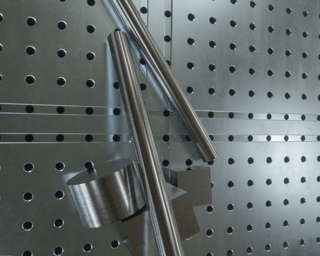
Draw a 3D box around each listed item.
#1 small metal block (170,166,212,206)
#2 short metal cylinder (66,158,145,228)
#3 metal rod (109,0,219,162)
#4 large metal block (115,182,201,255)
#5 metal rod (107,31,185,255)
[{"bbox_3d":[0.043,0.081,0.430,0.050,0.025,0.050,-3,91,-20],"label":"small metal block"},{"bbox_3d":[-0.061,0.073,0.362,0.081,0.080,0.050,-20,97,-19],"label":"short metal cylinder"},{"bbox_3d":[-0.003,-0.084,0.412,0.025,0.025,0.299,-34,102,-17],"label":"metal rod"},{"bbox_3d":[-0.010,0.110,0.381,0.081,0.080,0.050,-21,97,-19],"label":"large metal block"},{"bbox_3d":[-0.017,0.021,0.349,0.025,0.025,0.299,-8,71,-20],"label":"metal rod"}]
